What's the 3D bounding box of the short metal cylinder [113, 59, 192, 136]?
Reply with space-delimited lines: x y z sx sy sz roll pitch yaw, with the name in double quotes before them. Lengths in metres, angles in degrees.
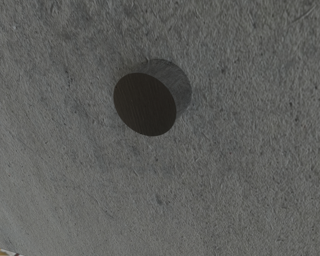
"short metal cylinder" -0.008 -0.037 0.373 0.080 0.050 0.080 13 124 21
